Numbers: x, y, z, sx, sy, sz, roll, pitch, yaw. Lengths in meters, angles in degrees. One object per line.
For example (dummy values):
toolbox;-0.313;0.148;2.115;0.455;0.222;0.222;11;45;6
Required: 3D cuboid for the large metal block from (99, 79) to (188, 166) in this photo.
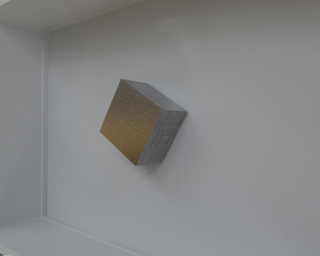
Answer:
large metal block;-0.024;-0.008;0.407;0.080;0.050;0.080;39;113;33
